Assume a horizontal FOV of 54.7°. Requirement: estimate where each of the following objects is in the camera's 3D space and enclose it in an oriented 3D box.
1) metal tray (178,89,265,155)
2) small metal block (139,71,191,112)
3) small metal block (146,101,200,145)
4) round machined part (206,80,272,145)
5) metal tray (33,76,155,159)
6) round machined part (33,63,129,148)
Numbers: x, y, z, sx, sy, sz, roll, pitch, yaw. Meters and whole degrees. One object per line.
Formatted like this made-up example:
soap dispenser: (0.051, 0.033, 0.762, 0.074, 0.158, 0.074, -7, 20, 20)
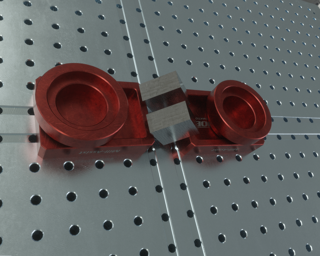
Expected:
metal tray: (0.083, -0.009, 0.455, 0.131, 0.030, 0.090, 1, 62, -28)
small metal block: (0.007, -0.044, 0.404, 0.050, 0.050, 0.025, -19, 65, 12)
small metal block: (0.017, -0.005, 0.385, 0.050, 0.050, 0.025, -19, 65, 12)
round machined part: (0.109, -0.018, 0.451, 0.099, 0.042, 0.098, 14, 56, -21)
metal tray: (-0.078, -0.013, 0.372, 0.131, 0.030, 0.090, -1, 64, -29)
round machined part: (-0.089, -0.021, 0.346, 0.099, 0.042, 0.098, 14, 56, -21)
